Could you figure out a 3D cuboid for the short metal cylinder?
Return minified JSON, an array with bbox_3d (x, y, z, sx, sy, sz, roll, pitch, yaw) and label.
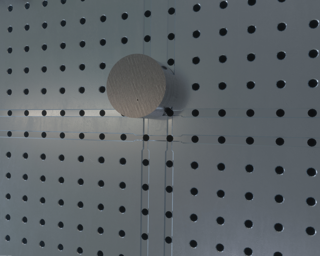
[{"bbox_3d":[-0.022,-0.052,0.407,0.080,0.050,0.080,0,90,19],"label":"short metal cylinder"}]
